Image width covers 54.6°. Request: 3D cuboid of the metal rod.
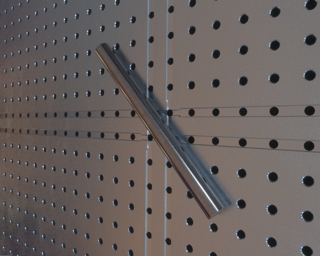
[{"bbox_3d":[-0.012,-0.012,0.421,0.025,0.025,0.299,-50,61,28],"label":"metal rod"}]
